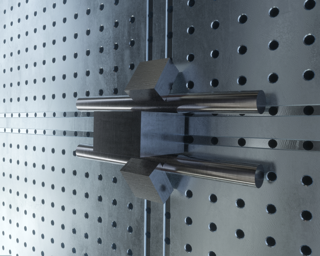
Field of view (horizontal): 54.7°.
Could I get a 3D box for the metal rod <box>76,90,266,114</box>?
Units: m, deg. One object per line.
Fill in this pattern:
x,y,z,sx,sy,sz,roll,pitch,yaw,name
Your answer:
-0.012,-0.033,0.413,0.300,0.025,0.025,3,92,39,metal rod

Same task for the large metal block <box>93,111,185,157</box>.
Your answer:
-0.026,0.005,0.389,0.080,0.081,0.050,3,92,40,large metal block

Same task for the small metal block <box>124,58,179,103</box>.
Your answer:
-0.010,-0.061,0.398,0.050,0.025,0.050,2,57,39,small metal block

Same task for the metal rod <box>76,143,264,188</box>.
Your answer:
-0.013,0.044,0.415,0.300,0.025,0.025,3,92,39,metal rod

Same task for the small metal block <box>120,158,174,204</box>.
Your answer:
-0.017,0.068,0.403,0.050,0.025,0.050,4,130,39,small metal block
